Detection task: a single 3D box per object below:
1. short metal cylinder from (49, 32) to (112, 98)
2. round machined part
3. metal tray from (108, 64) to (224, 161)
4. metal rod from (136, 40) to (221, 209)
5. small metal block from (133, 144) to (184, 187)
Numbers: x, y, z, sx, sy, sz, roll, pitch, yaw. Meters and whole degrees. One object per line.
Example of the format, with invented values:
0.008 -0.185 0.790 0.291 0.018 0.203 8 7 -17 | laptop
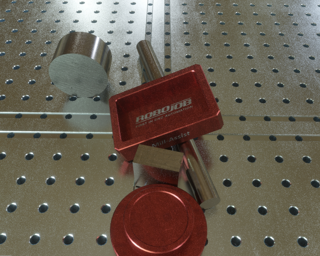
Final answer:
-0.113 -0.090 0.446 0.081 0.080 0.050 1 50 0 | short metal cylinder
-0.001 0.099 0.313 0.099 0.042 0.098 0 50 0 | round machined part
0.004 -0.021 0.393 0.130 0.030 0.090 -20 52 7 | metal tray
0.013 -0.028 0.430 0.025 0.025 0.300 -12 51 -10 | metal rod
-0.002 0.048 0.351 0.050 0.050 0.025 11 51 8 | small metal block
